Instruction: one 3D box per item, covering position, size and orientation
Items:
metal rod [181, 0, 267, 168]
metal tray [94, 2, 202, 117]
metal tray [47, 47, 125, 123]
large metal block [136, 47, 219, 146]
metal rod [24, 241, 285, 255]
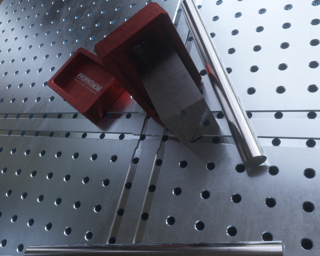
[{"bbox_3d":[0.074,-0.082,0.418,0.025,0.025,0.299,-23,53,14],"label":"metal rod"},{"bbox_3d":[-0.009,-0.079,0.393,0.090,0.130,0.030,-37,51,3],"label":"metal tray"},{"bbox_3d":[-0.120,-0.075,0.511,0.130,0.030,0.090,34,80,38],"label":"metal tray"},{"bbox_3d":[0.023,-0.036,0.375,0.050,0.080,0.080,-30,60,9],"label":"large metal block"},{"bbox_3d":[-0.026,0.138,0.335,0.301,0.025,0.025,-10,58,22],"label":"metal rod"}]
